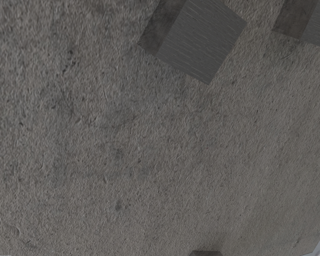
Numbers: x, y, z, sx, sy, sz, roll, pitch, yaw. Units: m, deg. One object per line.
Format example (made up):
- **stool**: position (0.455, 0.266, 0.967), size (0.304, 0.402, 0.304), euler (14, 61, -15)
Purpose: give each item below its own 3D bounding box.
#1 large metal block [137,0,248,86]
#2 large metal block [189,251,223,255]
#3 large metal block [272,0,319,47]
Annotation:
- **large metal block**: position (0.035, -0.105, 0.344), size (0.080, 0.050, 0.080), euler (20, 108, -36)
- **large metal block**: position (0.100, 0.290, 0.605), size (0.081, 0.080, 0.050), euler (18, 109, -35)
- **large metal block**: position (0.210, -0.154, 0.410), size (0.081, 0.050, 0.079), euler (5, 116, -31)
